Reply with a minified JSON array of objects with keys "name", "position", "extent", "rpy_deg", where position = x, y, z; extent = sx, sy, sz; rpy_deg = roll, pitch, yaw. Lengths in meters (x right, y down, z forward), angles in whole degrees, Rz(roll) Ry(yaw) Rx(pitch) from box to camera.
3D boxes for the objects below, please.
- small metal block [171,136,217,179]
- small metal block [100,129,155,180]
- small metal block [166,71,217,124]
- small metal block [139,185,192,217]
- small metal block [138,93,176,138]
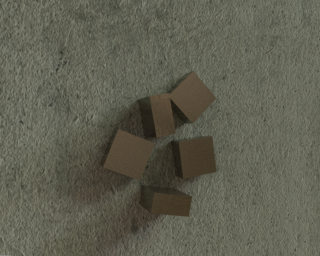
[{"name":"small metal block","position":[0.047,0.039,0.426],"extent":[0.050,0.025,0.050],"rpy_deg":[-8,93,-20]},{"name":"small metal block","position":[-0.042,0.033,0.394],"extent":[0.050,0.025,0.050],"rpy_deg":[23,82,-19]},{"name":"small metal block","position":[0.040,-0.041,0.424],"extent":[0.050,0.025,0.050],"rpy_deg":[-46,105,-14]},{"name":"small metal block","position":[0.006,0.093,0.398],"extent":[0.050,0.050,0.025],"rpy_deg":[11,87,-20]},{"name":"small metal block","position":[-0.005,-0.016,0.394],"extent":[0.025,0.050,0.050],"rpy_deg":[-11,94,-20]}]
